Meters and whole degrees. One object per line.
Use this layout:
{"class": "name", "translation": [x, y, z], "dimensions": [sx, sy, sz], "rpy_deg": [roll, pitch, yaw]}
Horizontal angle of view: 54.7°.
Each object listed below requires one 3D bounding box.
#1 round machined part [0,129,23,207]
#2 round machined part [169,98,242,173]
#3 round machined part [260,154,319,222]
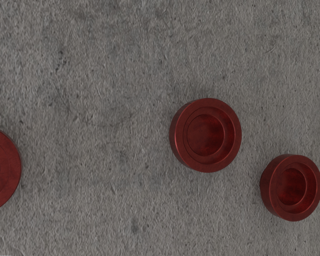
{"class": "round machined part", "translation": [-0.199, 0.042, 0.327], "dimensions": [0.099, 0.042, 0.097], "rpy_deg": [0, 90, -20]}
{"class": "round machined part", "translation": [0.058, 0.009, 0.421], "dimensions": [0.099, 0.042, 0.097], "rpy_deg": [0, 90, -20]}
{"class": "round machined part", "translation": [0.193, 0.088, 0.471], "dimensions": [0.099, 0.042, 0.097], "rpy_deg": [0, 90, -20]}
